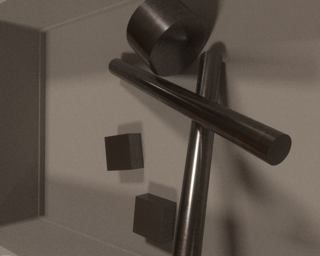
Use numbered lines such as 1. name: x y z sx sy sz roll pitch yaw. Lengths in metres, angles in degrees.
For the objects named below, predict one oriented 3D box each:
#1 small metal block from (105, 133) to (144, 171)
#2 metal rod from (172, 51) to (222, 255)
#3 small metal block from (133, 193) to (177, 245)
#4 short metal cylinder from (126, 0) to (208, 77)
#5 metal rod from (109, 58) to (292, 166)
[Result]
1. small metal block: -0.052 0.035 0.448 0.050 0.025 0.050 -9 84 39
2. metal rod: 0.035 0.053 0.298 0.025 0.025 0.299 -10 59 39
3. small metal block: -0.007 0.119 0.411 0.050 0.025 0.050 8 95 39
4. short metal cylinder: 0.008 -0.107 0.362 0.050 0.081 0.080 52 120 27
5. metal rod: 0.011 -0.037 0.341 0.300 0.025 0.025 35 113 52
